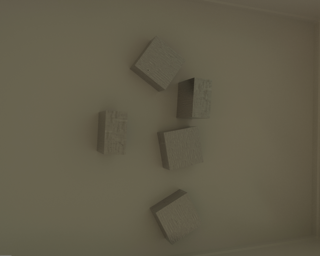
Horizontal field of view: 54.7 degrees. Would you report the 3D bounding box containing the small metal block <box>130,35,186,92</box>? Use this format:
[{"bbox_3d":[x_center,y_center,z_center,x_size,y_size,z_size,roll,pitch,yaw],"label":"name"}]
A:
[{"bbox_3d":[-0.003,-0.084,0.410,0.050,0.025,0.050,37,78,-17],"label":"small metal block"}]

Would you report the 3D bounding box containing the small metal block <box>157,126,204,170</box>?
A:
[{"bbox_3d":[0.028,0.026,0.422,0.050,0.025,0.050,-11,94,-20],"label":"small metal block"}]

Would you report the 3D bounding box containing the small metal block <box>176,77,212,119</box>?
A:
[{"bbox_3d":[0.045,-0.038,0.415,0.025,0.050,0.050,4,89,-20],"label":"small metal block"}]

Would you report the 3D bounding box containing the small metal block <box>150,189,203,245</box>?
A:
[{"bbox_3d":[0.022,0.119,0.420,0.050,0.025,0.050,-28,100,-18],"label":"small metal block"}]

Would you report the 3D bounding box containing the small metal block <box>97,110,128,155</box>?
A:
[{"bbox_3d":[-0.059,0.005,0.376,0.025,0.050,0.050,3,89,-20],"label":"small metal block"}]
